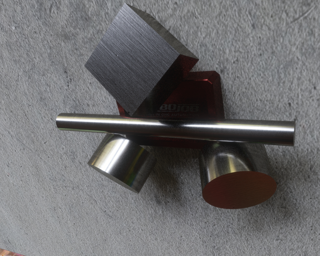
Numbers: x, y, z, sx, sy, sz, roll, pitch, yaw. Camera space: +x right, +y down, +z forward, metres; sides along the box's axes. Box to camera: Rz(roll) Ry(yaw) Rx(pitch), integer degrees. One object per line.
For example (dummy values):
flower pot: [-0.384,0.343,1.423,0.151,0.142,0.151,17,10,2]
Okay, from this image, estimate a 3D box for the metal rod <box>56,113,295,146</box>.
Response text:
metal rod: [-0.003,-0.002,0.370,0.300,0.025,0.025,3,120,26]

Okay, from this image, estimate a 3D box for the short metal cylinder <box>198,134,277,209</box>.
short metal cylinder: [0.087,0.052,0.357,0.081,0.050,0.080,-1,137,0]

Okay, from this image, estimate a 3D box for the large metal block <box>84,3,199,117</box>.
large metal block: [-0.020,-0.070,0.332,0.080,0.050,0.080,47,114,16]

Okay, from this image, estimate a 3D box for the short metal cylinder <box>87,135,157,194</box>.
short metal cylinder: [-0.051,0.048,0.425,0.080,0.050,0.080,28,163,9]

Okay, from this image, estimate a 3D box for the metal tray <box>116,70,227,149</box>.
metal tray: [0.012,-0.021,0.386,0.130,0.030,0.089,2,120,27]
